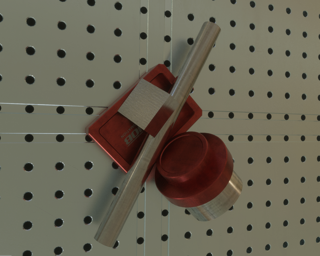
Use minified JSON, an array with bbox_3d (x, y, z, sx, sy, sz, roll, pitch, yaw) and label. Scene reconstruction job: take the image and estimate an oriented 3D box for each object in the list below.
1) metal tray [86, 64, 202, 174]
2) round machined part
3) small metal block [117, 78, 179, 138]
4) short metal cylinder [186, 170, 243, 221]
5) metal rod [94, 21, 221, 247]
[{"bbox_3d":[-0.018,-0.009,0.403,0.130,0.030,0.090,-45,104,-15],"label":"metal tray"},{"bbox_3d":[0.035,0.043,0.377,0.098,0.098,0.042,-48,127,-14],"label":"round machined part"},{"bbox_3d":[-0.014,-0.025,0.372,0.050,0.050,0.025,-54,145,-3],"label":"small metal block"},{"bbox_3d":[0.059,0.074,0.405,0.080,0.080,0.050,-45,105,-15],"label":"short metal cylinder"},{"bbox_3d":[0.002,0.000,0.382,0.025,0.025,0.299,30,80,-18],"label":"metal rod"}]
